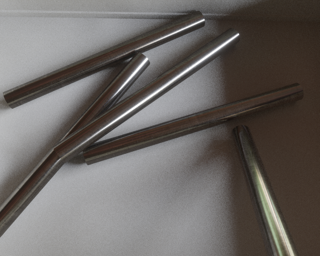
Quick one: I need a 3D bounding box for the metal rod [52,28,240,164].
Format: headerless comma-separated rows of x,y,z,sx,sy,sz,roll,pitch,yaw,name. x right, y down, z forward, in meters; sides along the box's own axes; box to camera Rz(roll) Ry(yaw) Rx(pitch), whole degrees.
-0.006,-0.052,0.416,0.301,0.025,0.025,-36,74,-18,metal rod

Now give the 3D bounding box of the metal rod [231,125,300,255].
0.105,0.090,0.287,0.025,0.025,0.300,2,34,0,metal rod

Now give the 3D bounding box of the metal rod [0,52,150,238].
-0.113,0.014,0.403,0.025,0.025,0.300,35,73,11,metal rod

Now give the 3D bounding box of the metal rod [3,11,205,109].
-0.072,-0.102,0.445,0.302,0.025,0.025,-26,72,-10,metal rod

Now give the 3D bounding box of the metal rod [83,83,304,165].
0.048,-0.008,0.412,0.302,0.025,0.025,-17,71,-7,metal rod
